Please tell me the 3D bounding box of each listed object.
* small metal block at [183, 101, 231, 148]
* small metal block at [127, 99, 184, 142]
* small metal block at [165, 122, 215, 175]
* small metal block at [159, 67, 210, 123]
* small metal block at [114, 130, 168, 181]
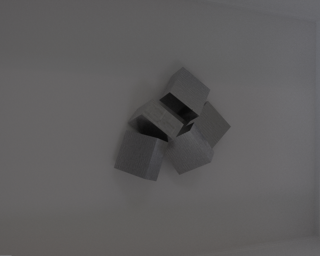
[{"bbox_3d":[0.062,-0.002,0.433,0.050,0.025,0.050,46,76,-15],"label":"small metal block"},{"bbox_3d":[-0.007,-0.006,0.391,0.050,0.050,0.025,39,66,-13],"label":"small metal block"},{"bbox_3d":[0.035,0.028,0.408,0.050,0.050,0.025,55,30,-13],"label":"small metal block"},{"bbox_3d":[0.034,-0.044,0.413,0.050,0.025,0.050,37,55,-16],"label":"small metal block"},{"bbox_3d":[-0.024,0.034,0.386,0.025,0.050,0.050,26,80,-54],"label":"small metal block"}]
